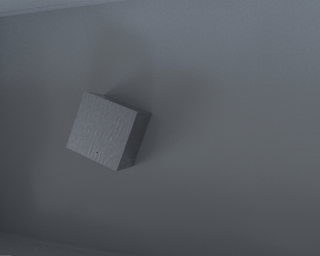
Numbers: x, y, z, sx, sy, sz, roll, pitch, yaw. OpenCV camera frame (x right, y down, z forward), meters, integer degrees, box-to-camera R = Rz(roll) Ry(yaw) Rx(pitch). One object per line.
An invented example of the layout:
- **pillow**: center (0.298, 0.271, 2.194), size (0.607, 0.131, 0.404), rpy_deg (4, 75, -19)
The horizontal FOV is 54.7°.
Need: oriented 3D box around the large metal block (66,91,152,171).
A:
- **large metal block**: center (-0.068, 0.003, 0.420), size (0.080, 0.050, 0.080), rpy_deg (22, 97, 18)
